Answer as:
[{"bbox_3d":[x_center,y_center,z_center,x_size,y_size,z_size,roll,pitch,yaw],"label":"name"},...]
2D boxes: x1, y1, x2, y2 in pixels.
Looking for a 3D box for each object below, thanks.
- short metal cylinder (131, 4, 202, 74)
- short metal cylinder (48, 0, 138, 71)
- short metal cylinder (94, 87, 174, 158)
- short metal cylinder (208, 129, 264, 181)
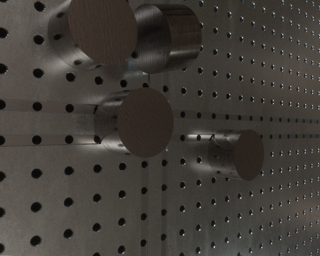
[{"bbox_3d":[0.004,-0.109,0.378,0.050,0.080,0.079,-18,102,-39],"label":"short metal cylinder"},{"bbox_3d":[-0.071,-0.105,0.334,0.081,0.050,0.079,0,91,-40],"label":"short metal cylinder"},{"bbox_3d":[-0.030,-0.006,0.369,0.081,0.050,0.079,0,90,-40],"label":"short metal cylinder"},{"bbox_3d":[0.123,0.042,0.499,0.081,0.050,0.079,0,90,-40],"label":"short metal cylinder"}]
